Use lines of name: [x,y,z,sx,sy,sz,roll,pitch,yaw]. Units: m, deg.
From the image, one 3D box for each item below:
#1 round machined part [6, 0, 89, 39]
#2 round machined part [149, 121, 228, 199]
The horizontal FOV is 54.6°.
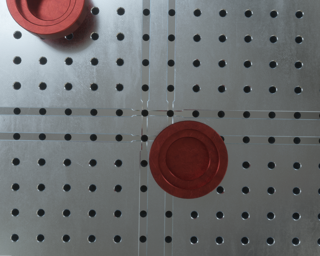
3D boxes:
round machined part: [-0.142,-0.164,0.404,0.099,0.042,0.097,0,90,0]
round machined part: [0.036,0.039,0.405,0.099,0.042,0.097,0,90,0]
